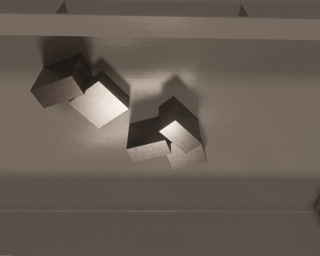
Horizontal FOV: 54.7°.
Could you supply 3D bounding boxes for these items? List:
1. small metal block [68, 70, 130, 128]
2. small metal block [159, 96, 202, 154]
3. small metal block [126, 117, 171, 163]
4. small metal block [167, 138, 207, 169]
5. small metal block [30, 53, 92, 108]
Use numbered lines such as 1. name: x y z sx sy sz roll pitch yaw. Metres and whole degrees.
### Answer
1. small metal block: -0.073 -0.034 0.379 0.050 0.025 0.050 -31 124 23
2. small metal block: 0.025 -0.004 0.390 0.025 0.050 0.050 -35 122 25
3. small metal block: -0.014 0.013 0.404 0.050 0.050 0.025 -14 129 11
4. small metal block: 0.035 0.027 0.433 0.050 0.025 0.050 -14 129 11
5. small metal block: -0.108 -0.053 0.346 0.050 0.050 0.025 -16 128 13
